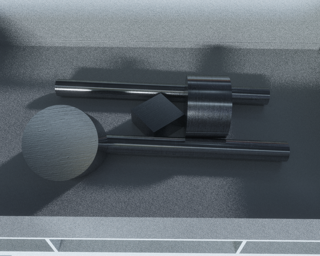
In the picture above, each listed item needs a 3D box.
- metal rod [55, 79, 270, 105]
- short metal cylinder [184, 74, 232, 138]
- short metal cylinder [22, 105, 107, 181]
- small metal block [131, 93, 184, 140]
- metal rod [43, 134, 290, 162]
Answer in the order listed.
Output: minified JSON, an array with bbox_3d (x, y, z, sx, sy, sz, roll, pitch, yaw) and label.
[{"bbox_3d":[0.003,-0.052,0.446,0.302,0.025,0.025,3,50,1],"label":"metal rod"},{"bbox_3d":[0.057,-0.027,0.391,0.050,0.080,0.080,1,50,1],"label":"short metal cylinder"},{"bbox_3d":[-0.104,0.018,0.348,0.081,0.050,0.080,0,84,1],"label":"short metal cylinder"},{"bbox_3d":[-0.003,-0.013,0.414,0.050,0.025,0.050,-31,57,-24],"label":"small metal block"},{"bbox_3d":[0.004,0.023,0.383,0.302,0.025,0.025,2,50,1],"label":"metal rod"}]
